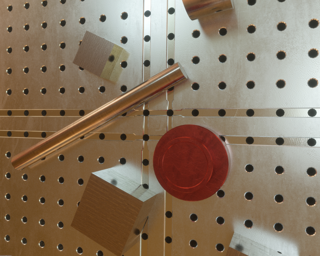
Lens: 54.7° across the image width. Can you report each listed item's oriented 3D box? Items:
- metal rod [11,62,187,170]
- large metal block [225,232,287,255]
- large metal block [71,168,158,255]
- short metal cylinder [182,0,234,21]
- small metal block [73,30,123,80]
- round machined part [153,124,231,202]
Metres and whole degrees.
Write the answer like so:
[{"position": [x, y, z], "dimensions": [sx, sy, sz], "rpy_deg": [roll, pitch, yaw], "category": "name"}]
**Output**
[{"position": [-0.098, -0.010, 0.447], "dimensions": [0.300, 0.025, 0.025], "rpy_deg": [-27, 81, 17], "category": "metal rod"}, {"position": [0.109, 0.183, 0.361], "dimensions": [0.080, 0.050, 0.080], "rpy_deg": [21, 97, 18], "category": "large metal block"}, {"position": [-0.061, 0.111, 0.421], "dimensions": [0.080, 0.050, 0.080], "rpy_deg": [25, 98, 18], "category": "large metal block"}, {"position": [0.053, -0.174, 0.365], "dimensions": [0.050, 0.080, 0.080], "rpy_deg": [-11, 87, 20], "category": "short metal cylinder"}, {"position": [-0.089, -0.104, 0.444], "dimensions": [0.050, 0.025, 0.050], "rpy_deg": [29, 99, 17], "category": "small metal block"}, {"position": [0.037, 0.044, 0.391], "dimensions": [0.098, 0.042, 0.097], "rpy_deg": [0, 90, 20], "category": "round machined part"}]
